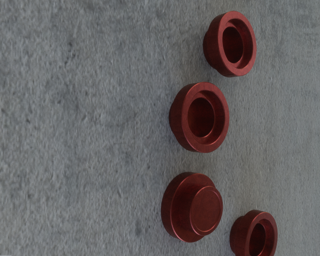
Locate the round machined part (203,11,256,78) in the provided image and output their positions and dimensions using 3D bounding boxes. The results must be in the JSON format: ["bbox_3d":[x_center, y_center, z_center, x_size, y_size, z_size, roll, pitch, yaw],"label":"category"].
[{"bbox_3d":[0.105,-0.128,0.484,0.099,0.042,0.097,0,90,-40],"label":"round machined part"}]

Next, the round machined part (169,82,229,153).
[{"bbox_3d":[0.051,-0.014,0.439,0.099,0.042,0.097,0,90,-40],"label":"round machined part"}]

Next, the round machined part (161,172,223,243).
[{"bbox_3d":[0.052,0.114,0.440,0.099,0.042,0.097,0,90,-40],"label":"round machined part"}]

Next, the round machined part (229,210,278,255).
[{"bbox_3d":[0.156,0.189,0.528,0.099,0.042,0.097,0,90,-40],"label":"round machined part"}]
